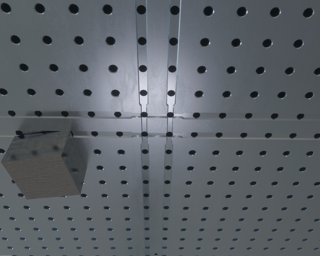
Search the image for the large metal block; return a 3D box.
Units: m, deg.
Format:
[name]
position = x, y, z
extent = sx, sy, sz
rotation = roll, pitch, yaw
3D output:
[large metal block]
position = -0.159, 0.053, 0.439
extent = 0.080, 0.050, 0.080
rotation = -6, 130, 5
